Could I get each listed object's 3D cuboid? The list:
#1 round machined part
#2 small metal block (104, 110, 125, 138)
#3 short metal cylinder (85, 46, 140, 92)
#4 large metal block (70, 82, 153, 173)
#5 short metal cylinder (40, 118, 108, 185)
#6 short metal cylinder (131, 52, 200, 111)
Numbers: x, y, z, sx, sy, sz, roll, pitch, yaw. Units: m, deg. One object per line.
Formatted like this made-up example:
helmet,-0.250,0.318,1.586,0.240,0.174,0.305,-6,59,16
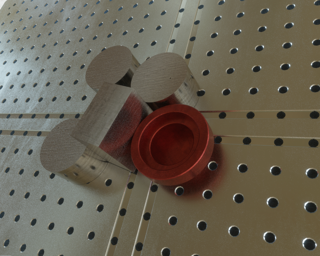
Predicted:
round machined part,0.018,0.023,0.374,0.098,0.042,0.098,-13,56,21
small metal block,-0.073,-0.013,0.454,0.050,0.025,0.050,16,70,34
short metal cylinder,-0.066,-0.079,0.475,0.080,0.050,0.080,-13,56,21
large metal block,-0.052,0.000,0.397,0.050,0.080,0.080,17,71,35
short metal cylinder,-0.118,0.033,0.434,0.080,0.050,0.080,-13,56,21
short metal cylinder,0.008,-0.055,0.422,0.080,0.050,0.080,-13,56,21
